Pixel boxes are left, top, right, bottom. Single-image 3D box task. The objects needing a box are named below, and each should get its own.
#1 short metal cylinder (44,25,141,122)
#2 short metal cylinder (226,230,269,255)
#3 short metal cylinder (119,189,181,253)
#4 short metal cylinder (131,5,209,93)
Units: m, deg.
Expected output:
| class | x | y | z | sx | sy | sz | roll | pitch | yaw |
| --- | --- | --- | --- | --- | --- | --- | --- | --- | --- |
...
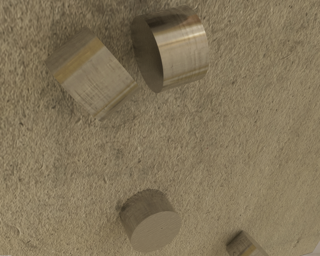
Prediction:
| class | x | y | z | sx | sy | sz | roll | pitch | yaw |
| --- | --- | --- | --- | --- | --- | --- | --- | --- | --- |
| short metal cylinder | -0.064 | -0.052 | 0.304 | 0.050 | 0.080 | 0.080 | -41 | 129 | 0 |
| short metal cylinder | 0.181 | 0.257 | 0.629 | 0.050 | 0.080 | 0.080 | -46 | 129 | 4 |
| short metal cylinder | -0.015 | 0.140 | 0.469 | 0.081 | 0.050 | 0.079 | -14 | 124 | -21 |
| short metal cylinder | 0.009 | -0.082 | 0.325 | 0.050 | 0.080 | 0.079 | -20 | 126 | -17 |
